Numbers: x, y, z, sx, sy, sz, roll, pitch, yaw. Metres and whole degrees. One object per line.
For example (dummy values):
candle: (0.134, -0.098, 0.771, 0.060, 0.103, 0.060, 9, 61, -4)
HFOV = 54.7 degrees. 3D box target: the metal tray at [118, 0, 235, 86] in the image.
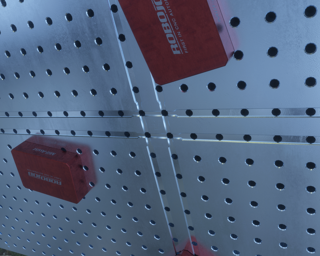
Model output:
metal tray: (0.013, -0.118, 0.327, 0.090, 0.030, 0.129, -13, 112, 33)

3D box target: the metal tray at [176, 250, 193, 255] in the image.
metal tray: (0.043, 0.282, 0.558, 0.090, 0.030, 0.129, 38, 129, 2)

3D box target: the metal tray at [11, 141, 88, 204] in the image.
metal tray: (-0.199, 0.079, 0.559, 0.130, 0.030, 0.089, 10, 123, 22)
